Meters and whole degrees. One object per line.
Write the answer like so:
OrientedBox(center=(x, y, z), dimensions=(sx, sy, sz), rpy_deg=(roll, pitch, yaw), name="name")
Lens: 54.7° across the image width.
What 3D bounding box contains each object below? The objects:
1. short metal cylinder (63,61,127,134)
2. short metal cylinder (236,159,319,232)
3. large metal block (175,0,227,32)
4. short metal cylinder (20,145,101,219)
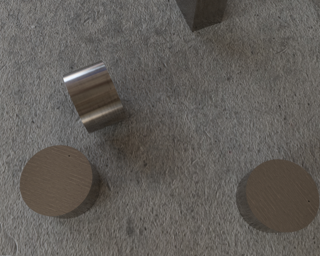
OrientedBox(center=(-0.082, -0.039, 0.392), dimensions=(0.050, 0.080, 0.080), rpy_deg=(-24, 72, -8), name="short metal cylinder")
OrientedBox(center=(0.136, 0.082, 0.366), dimensions=(0.081, 0.050, 0.080), rpy_deg=(0, 70, 0), name="short metal cylinder")
OrientedBox(center=(0.057, -0.204, 0.454), dimensions=(0.050, 0.080, 0.080), rpy_deg=(-21, 72, -7), name="large metal block")
OrientedBox(center=(-0.116, 0.066, 0.370), dimensions=(0.081, 0.050, 0.080), rpy_deg=(0, 70, 0), name="short metal cylinder")
